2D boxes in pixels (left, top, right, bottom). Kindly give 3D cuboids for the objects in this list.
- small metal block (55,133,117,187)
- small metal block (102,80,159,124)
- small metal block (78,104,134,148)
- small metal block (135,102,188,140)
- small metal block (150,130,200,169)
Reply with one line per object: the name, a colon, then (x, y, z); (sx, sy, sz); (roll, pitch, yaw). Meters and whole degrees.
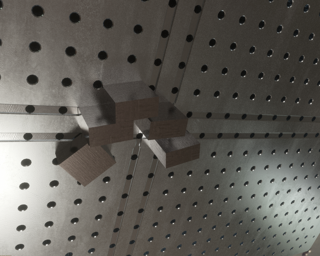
small metal block: (-0.092, 0.037, 0.386); (0.050, 0.025, 0.050); (-38, 130, -3)
small metal block: (-0.035, -0.032, 0.358); (0.050, 0.050, 0.025); (-11, 123, -23)
small metal block: (-0.063, -0.005, 0.358); (0.050, 0.050, 0.025); (-10, 123, -23)
small metal block: (0.000, -0.010, 0.390); (0.050, 0.050, 0.025); (-5, 121, -26)
small metal block: (0.020, 0.024, 0.423); (0.050, 0.050, 0.025); (-14, 125, -21)
